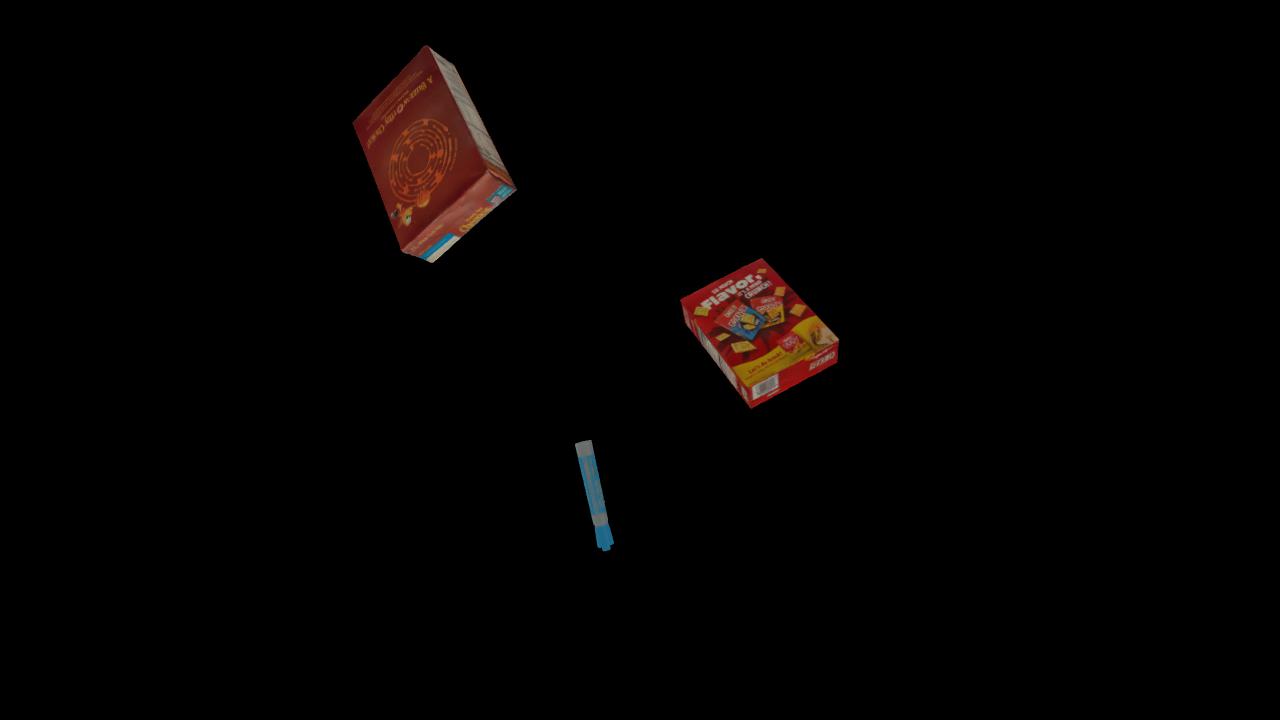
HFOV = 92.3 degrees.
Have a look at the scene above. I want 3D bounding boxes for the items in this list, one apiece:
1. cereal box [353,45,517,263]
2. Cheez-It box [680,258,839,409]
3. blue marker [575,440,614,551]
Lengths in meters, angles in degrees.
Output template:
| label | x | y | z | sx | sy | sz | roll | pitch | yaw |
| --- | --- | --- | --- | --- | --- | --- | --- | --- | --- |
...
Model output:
| label | x | y | z | sx | sy | sz | roll | pitch | yaw |
| --- | --- | --- | --- | --- | --- | --- | --- | --- | --- |
| cereal box | -0.350 | -0.342 | 1.028 | 0.203 | 0.306 | 0.081 | -36 | -22 | 18 |
| Cheez-It box | 0.189 | -0.049 | 1.003 | 0.166 | 0.223 | 0.071 | -27 | -38 | -7 |
| blue marker | -0.049 | 0.149 | 0.673 | 0.020 | 0.121 | 0.020 | -13 | -1 | 0 |
